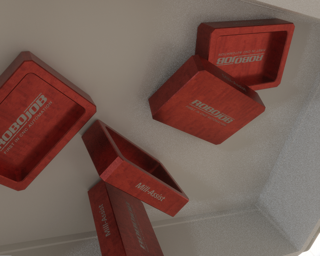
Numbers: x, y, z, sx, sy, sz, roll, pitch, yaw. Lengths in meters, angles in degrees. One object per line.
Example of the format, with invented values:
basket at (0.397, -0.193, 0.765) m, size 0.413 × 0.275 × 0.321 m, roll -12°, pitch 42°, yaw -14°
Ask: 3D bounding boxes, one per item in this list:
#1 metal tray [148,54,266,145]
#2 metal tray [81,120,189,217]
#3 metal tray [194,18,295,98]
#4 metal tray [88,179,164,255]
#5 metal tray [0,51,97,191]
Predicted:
metal tray at (0.062, -0.030, 0.402) m, size 0.131 × 0.030 × 0.090 m, roll 22°, pitch 129°, yaw -37°
metal tray at (-0.029, 0.051, 0.383) m, size 0.030 × 0.090 × 0.130 m, roll -47°, pitch 130°, yaw 5°
metal tray at (0.109, -0.093, 0.409) m, size 0.131 × 0.030 × 0.089 m, roll -11°, pitch 123°, yaw -23°
metal tray at (-0.042, 0.134, 0.401) m, size 0.030 × 0.130 × 0.090 m, roll -40°, pitch 130°, yaw 7°
metal tray at (-0.144, -0.003, 0.325) m, size 0.130 × 0.030 × 0.090 m, roll -47°, pitch 130°, yaw 4°
